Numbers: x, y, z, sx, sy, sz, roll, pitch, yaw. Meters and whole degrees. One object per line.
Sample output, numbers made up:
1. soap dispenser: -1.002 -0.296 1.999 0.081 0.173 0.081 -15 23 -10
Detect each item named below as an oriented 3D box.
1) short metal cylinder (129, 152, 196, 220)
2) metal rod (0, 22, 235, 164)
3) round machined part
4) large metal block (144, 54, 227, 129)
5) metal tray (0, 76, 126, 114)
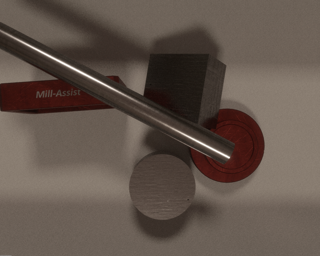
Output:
1. short metal cylinder: 0.003 0.071 0.399 0.081 0.050 0.079 0 90 -1
2. metal rod: -0.062 -0.043 0.319 0.301 0.025 0.025 27 90 -1
3. round machined part: 0.088 0.023 0.404 0.099 0.042 0.097 0 90 -1
4. large metal block: 0.028 -0.045 0.381 0.080 0.050 0.080 9 90 34
5. metal tray: -0.109 -0.038 0.377 0.131 0.090 0.030 -4 90 -1
